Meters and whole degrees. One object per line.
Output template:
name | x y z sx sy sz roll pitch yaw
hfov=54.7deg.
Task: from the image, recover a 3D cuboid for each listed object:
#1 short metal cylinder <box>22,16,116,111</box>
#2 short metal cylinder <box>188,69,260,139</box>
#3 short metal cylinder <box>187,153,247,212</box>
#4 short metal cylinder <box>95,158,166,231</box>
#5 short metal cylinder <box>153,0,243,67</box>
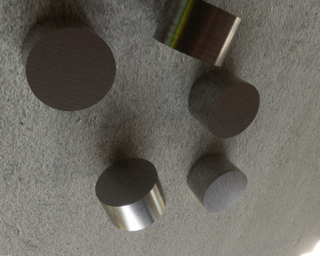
short metal cylinder | -0.090 -0.063 0.303 0.081 0.050 0.079 -14 124 -21
short metal cylinder | 0.085 -0.033 0.417 0.081 0.050 0.079 -14 124 -21
short metal cylinder | 0.090 0.086 0.493 0.081 0.050 0.079 -14 124 -21
short metal cylinder | -0.037 0.085 0.403 0.080 0.080 0.050 -26 128 -12
short metal cylinder | 0.039 -0.105 0.328 0.081 0.080 0.050 10 113 -33
